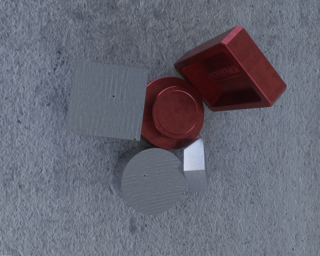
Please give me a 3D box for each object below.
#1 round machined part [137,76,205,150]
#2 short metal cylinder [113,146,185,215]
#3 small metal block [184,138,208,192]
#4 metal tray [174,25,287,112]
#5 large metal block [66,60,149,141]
[{"bbox_3d":[0.016,-0.020,0.409,0.099,0.042,0.097,0,90,-21],"label":"round machined part"},{"bbox_3d":[-0.015,0.064,0.393,0.081,0.050,0.079,0,90,-21],"label":"short metal cylinder"},{"bbox_3d":[0.047,0.049,0.404,0.025,0.050,0.050,-5,137,10],"label":"small metal block"},{"bbox_3d":[0.079,-0.065,0.384,0.030,0.130,0.090,-46,105,-14],"label":"metal tray"},{"bbox_3d":[-0.058,-0.029,0.363,0.081,0.050,0.080,7,88,-3],"label":"large metal block"}]
